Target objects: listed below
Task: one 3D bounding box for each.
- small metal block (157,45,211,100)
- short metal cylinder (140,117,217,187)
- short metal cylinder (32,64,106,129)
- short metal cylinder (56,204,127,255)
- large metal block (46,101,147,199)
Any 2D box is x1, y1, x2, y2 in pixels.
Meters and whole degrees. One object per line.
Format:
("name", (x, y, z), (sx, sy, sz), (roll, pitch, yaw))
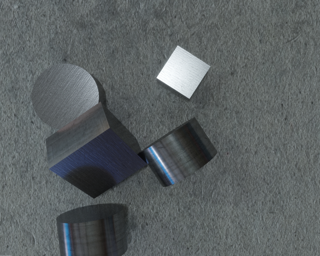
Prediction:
("small metal block", (0.030, -0.072, 0.410), (0.050, 0.025, 0.050), (33, 90, 0))
("short metal cylinder", (0.023, 0.029, 0.383), (0.080, 0.080, 0.050), (-33, 90, 0))
("short metal cylinder", (-0.114, -0.038, 0.396), (0.081, 0.050, 0.079), (0, 90, 0))
("short metal cylinder", (-0.083, 0.129, 0.382), (0.080, 0.080, 0.050), (-7, 90, 0))
("large metal block", (-0.075, 0.029, 0.373), (0.080, 0.050, 0.080), (-34, 134, 5))
